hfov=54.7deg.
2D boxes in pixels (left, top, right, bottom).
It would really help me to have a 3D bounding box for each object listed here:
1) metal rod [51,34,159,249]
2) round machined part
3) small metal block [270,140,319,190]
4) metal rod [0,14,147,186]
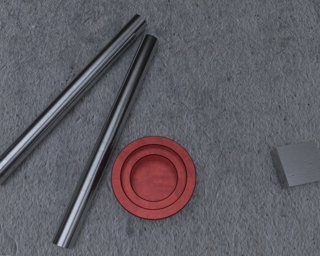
[{"bbox_3d":[-0.063,0.003,0.406,0.025,0.025,0.300,19,71,6],"label":"metal rod"},{"bbox_3d":[-0.007,0.062,0.376,0.099,0.042,0.098,0,70,0],"label":"round machined part"},{"bbox_3d":[0.175,0.047,0.392,0.050,0.025,0.050,-10,70,-4],"label":"small metal block"},{"bbox_3d":[-0.119,-0.048,0.424,0.025,0.025,0.300,35,73,12],"label":"metal rod"}]
